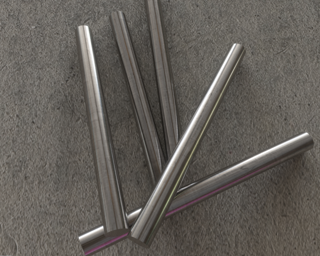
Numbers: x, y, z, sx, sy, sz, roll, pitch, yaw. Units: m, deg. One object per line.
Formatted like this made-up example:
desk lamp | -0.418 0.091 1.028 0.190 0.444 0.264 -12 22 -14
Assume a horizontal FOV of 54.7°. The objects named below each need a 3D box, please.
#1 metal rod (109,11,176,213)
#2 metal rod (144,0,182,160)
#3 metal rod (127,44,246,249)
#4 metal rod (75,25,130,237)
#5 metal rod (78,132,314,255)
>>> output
metal rod | -0.026 -0.032 0.419 0.025 0.025 0.299 -14 71 -5
metal rod | 0.002 -0.095 0.442 0.025 0.025 0.299 -7 70 -3
metal rod | 0.046 -0.001 0.376 0.025 0.025 0.301 26 60 9
metal rod | -0.078 -0.020 0.382 0.025 0.025 0.299 -13 59 -5
metal rod | 0.055 0.069 0.362 0.302 0.025 0.025 -21 71 -16
